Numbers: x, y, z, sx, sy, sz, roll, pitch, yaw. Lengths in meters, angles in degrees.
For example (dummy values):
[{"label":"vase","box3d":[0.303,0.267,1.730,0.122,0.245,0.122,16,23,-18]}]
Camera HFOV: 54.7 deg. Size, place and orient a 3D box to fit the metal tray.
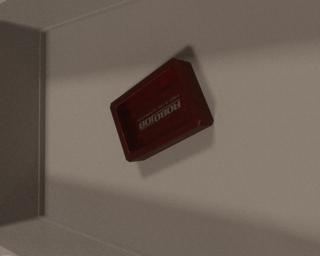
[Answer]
[{"label":"metal tray","box3d":[-0.004,-0.019,0.404,0.130,0.030,0.090,-30,71,35]}]
